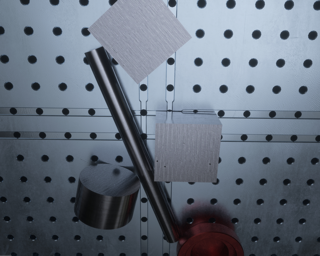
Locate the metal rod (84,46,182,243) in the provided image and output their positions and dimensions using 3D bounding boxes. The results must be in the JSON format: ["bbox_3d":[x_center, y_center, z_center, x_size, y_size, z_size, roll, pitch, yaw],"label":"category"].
[{"bbox_3d":[-0.030,0.036,0.426,0.025,0.025,0.299,-19,109,7],"label":"metal rod"}]

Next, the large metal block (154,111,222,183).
[{"bbox_3d":[0.034,0.024,0.409,0.081,0.050,0.079,1,110,-1],"label":"large metal block"}]

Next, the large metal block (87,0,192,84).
[{"bbox_3d":[-0.022,-0.111,0.359,0.080,0.050,0.080,-39,106,13],"label":"large metal block"}]

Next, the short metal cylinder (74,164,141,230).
[{"bbox_3d":[-0.071,0.090,0.416,0.081,0.080,0.050,12,110,-5],"label":"short metal cylinder"}]

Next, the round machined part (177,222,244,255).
[{"bbox_3d":[0.074,0.185,0.473,0.099,0.042,0.097,0,110,0],"label":"round machined part"}]
